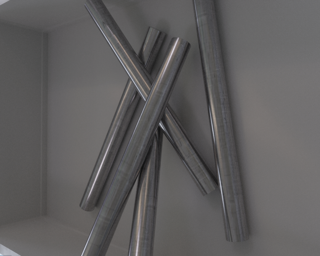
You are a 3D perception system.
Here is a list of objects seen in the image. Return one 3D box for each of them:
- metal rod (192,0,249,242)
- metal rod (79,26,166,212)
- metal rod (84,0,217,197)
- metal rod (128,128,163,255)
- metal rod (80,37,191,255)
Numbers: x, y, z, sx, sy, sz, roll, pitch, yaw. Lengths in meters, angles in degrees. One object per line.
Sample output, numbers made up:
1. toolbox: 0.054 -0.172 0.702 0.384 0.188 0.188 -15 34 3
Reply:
1. metal rod: 0.066 -0.027 0.352 0.025 0.025 0.298 -12 82 39
2. metal rod: -0.061 -0.001 0.457 0.025 0.025 0.298 37 113 34
3. metal rod: -0.016 -0.050 0.394 0.025 0.025 0.299 -41 73 32
4. metal rod: -0.017 0.101 0.327 0.025 0.025 0.300 -27 43 37
5. metal rod: -0.031 0.035 0.351 0.025 0.025 0.299 16 80 39
